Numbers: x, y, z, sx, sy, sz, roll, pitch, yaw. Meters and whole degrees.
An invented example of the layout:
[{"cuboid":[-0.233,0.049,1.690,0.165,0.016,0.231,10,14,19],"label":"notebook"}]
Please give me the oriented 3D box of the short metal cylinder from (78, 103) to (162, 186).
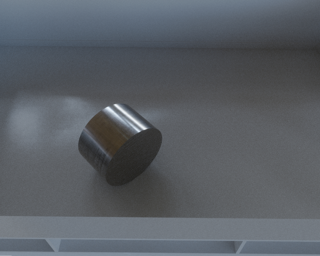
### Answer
[{"cuboid":[-0.044,0.019,0.353,0.080,0.080,0.050,-36,59,-26],"label":"short metal cylinder"}]
